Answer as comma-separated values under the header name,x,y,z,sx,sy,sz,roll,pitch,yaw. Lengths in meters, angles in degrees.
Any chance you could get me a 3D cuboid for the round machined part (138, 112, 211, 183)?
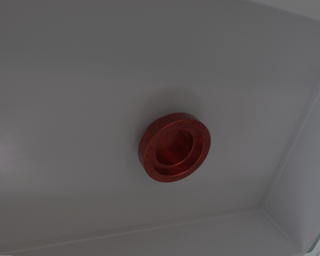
name,x,y,z,sx,sy,sz,roll,pitch,yaw
round machined part,0.016,0.022,0.419,0.099,0.042,0.097,-14,124,-21
